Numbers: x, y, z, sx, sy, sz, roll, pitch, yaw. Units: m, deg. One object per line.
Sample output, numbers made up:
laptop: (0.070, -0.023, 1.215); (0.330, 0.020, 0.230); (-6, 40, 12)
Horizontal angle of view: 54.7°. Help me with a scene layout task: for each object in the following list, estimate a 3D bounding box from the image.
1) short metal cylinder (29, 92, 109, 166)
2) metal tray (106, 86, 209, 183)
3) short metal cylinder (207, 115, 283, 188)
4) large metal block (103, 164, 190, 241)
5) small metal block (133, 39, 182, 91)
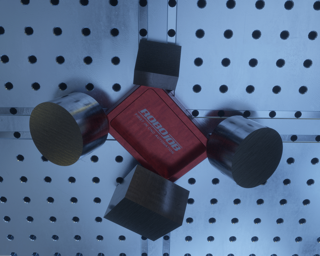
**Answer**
short metal cylinder: (-0.112, 0.000, 0.383); (0.080, 0.050, 0.079); (9, 113, 24)
metal tray: (-0.001, 0.006, 0.412); (0.090, 0.030, 0.130); (-40, 106, 13)
short metal cylinder: (0.108, 0.029, 0.395); (0.081, 0.050, 0.079); (-10, 113, -25)
large metal block: (-0.019, 0.104, 0.420); (0.080, 0.050, 0.080); (29, 138, -11)
small metal block: (-0.003, -0.075, 0.369); (0.050, 0.050, 0.025); (9, 148, -3)
